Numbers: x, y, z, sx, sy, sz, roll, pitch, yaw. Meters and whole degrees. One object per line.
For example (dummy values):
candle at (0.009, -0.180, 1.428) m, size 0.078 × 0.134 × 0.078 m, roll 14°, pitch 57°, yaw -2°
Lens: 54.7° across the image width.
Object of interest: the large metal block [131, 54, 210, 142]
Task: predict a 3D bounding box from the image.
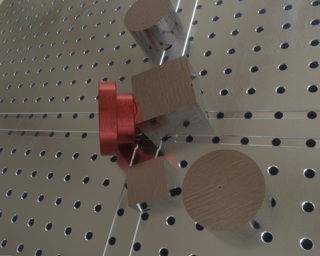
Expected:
large metal block at (0.012, -0.038, 0.408) m, size 0.080 × 0.050 × 0.080 m, roll -19°, pitch 54°, yaw 16°

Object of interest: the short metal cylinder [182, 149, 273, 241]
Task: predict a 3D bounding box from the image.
short metal cylinder at (0.069, 0.068, 0.314) m, size 0.080 × 0.050 × 0.080 m, roll -13°, pitch 56°, yaw 21°

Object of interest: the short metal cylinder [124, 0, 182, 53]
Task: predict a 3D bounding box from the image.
short metal cylinder at (-0.010, -0.169, 0.500) m, size 0.080 × 0.050 × 0.080 m, roll -13°, pitch 56°, yaw 20°

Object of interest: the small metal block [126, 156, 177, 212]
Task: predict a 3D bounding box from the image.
small metal block at (-0.011, 0.067, 0.372) m, size 0.050 × 0.025 × 0.050 m, roll -19°, pitch 54°, yaw 16°

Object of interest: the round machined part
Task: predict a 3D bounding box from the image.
round machined part at (-0.057, -0.013, 0.407) m, size 0.042 × 0.097 × 0.098 m, roll -1°, pitch 56°, yaw -9°
